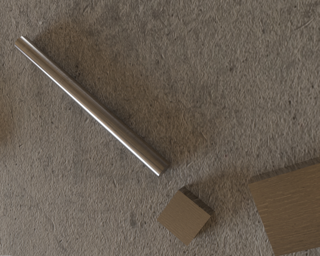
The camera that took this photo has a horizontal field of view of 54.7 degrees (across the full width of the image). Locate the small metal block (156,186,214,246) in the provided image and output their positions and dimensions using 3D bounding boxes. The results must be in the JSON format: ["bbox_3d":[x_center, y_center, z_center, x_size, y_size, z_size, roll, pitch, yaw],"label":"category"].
[{"bbox_3d":[0.033,0.112,0.397,0.050,0.025,0.050,37,102,15],"label":"small metal block"}]

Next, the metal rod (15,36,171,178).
[{"bbox_3d":[-0.104,-0.038,0.444,0.300,0.025,0.025,40,103,15],"label":"metal rod"}]

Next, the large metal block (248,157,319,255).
[{"bbox_3d":[0.152,0.084,0.342,0.080,0.050,0.080,-21,83,18],"label":"large metal block"}]
